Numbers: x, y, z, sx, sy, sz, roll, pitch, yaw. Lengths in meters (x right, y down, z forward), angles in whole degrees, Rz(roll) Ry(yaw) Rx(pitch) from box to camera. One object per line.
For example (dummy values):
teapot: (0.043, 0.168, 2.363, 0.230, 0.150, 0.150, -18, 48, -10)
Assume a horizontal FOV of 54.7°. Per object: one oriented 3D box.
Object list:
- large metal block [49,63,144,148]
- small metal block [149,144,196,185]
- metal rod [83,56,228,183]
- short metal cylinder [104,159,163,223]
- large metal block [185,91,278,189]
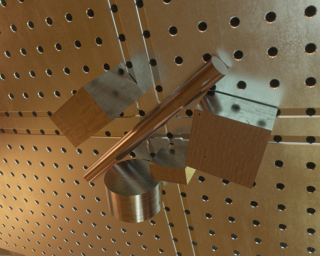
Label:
large metal block: (-0.080, -0.029, 0.399, 0.080, 0.080, 0.050, -32, 101, 38)
small metal block: (0.020, 0.047, 0.413, 0.050, 0.050, 0.025, 5, 121, 25)
metal rod: (-0.026, 0.006, 0.427, 0.025, 0.025, 0.299, 47, 129, -5)
short metal cylinder: (-0.037, 0.089, 0.448, 0.080, 0.080, 0.050, 11, 123, 22)
large metal block: (0.080, 0.012, 0.356, 0.080, 0.050, 0.079, 18, 125, 17)
